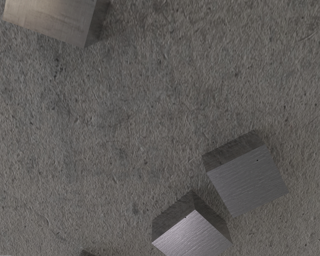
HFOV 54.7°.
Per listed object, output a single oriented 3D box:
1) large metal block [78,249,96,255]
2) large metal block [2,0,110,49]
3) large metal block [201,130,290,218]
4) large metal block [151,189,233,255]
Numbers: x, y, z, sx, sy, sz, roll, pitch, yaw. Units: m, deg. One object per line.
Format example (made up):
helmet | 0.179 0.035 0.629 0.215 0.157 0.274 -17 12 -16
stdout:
large metal block | -0.111 0.254 0.489 0.080 0.050 0.080 30 107 -11
large metal block | -0.105 -0.127 0.332 0.080 0.080 0.050 18 109 -7
large metal block | 0.113 0.062 0.420 0.080 0.050 0.080 -28 108 10
large metal block | 0.045 0.152 0.453 0.080 0.050 0.080 -42 105 13
